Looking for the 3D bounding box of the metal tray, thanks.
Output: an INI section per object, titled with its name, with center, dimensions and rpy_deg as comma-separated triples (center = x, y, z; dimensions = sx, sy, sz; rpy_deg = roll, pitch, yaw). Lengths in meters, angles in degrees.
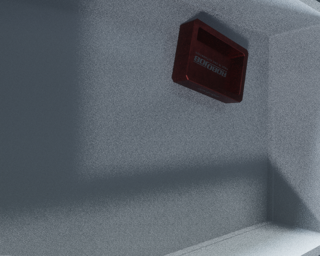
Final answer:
[metal tray]
center = 0.081, -0.097, 0.473
dimensions = 0.131, 0.030, 0.090
rpy_deg = 15, 80, -39
